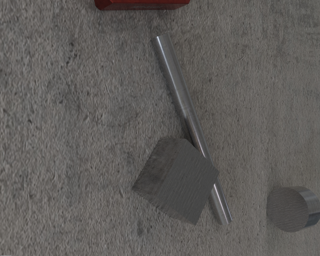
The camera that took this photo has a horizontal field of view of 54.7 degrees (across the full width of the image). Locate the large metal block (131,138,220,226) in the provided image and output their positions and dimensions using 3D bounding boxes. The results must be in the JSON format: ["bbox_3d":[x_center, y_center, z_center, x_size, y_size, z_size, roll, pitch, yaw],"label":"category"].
[{"bbox_3d":[0.023,0.069,0.408,0.080,0.050,0.080,44,64,-31],"label":"large metal block"}]

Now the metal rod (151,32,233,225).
[{"bbox_3d":[0.051,0.012,0.447,0.025,0.025,0.298,-33,111,-35],"label":"metal rod"}]

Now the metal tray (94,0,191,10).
[{"bbox_3d":[-0.024,-0.195,0.380,0.131,0.030,0.089,-18,102,-39],"label":"metal tray"}]

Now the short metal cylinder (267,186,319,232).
[{"bbox_3d":[0.249,0.150,0.578,0.050,0.080,0.080,6,87,-40],"label":"short metal cylinder"}]
